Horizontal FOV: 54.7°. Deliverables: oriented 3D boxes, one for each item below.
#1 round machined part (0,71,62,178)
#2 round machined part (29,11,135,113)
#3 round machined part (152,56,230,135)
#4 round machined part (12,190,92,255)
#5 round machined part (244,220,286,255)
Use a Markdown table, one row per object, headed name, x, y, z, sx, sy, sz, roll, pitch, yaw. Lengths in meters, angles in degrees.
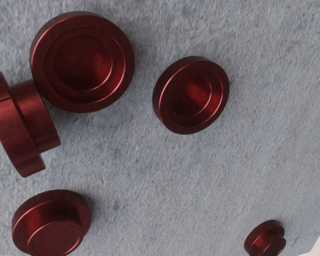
| name | x | y | z | sx | sy | sz | roll | pitch | yaw |
| --- | --- | --- | --- | --- | --- | --- | --- | --- | --- |
| round machined part | -0.126 | -0.007 | 0.288 | 0.042 | 0.098 | 0.097 | -25 | 128 | -20 |
| round machined part | -0.079 | -0.067 | 0.312 | 0.099 | 0.042 | 0.097 | -14 | 125 | -21 |
| round machined part | 0.035 | -0.044 | 0.389 | 0.099 | 0.042 | 0.097 | -14 | 125 | -21 |
| round machined part | -0.138 | 0.132 | 0.403 | 0.099 | 0.042 | 0.097 | -14 | 125 | -21 |
| round machined part | 0.240 | 0.257 | 0.690 | 0.099 | 0.042 | 0.097 | -14 | 125 | -21 |
